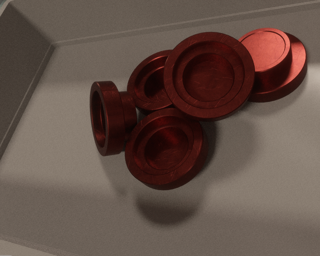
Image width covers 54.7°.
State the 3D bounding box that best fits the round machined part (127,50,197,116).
[{"bbox_3d":[0.008,-0.056,0.424,0.098,0.042,0.098,-13,56,20],"label":"round machined part"}]

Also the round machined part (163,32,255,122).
[{"bbox_3d":[0.056,-0.055,0.353,0.098,0.042,0.097,-2,81,11],"label":"round machined part"}]

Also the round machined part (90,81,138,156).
[{"bbox_3d":[-0.061,-0.014,0.410,0.042,0.097,0.098,-7,48,-23],"label":"round machined part"}]

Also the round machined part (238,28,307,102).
[{"bbox_3d":[0.126,-0.083,0.380,0.098,0.042,0.098,-13,56,20],"label":"round machined part"}]

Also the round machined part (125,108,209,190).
[{"bbox_3d":[0.011,0.028,0.371,0.098,0.042,0.098,-13,56,20],"label":"round machined part"}]
